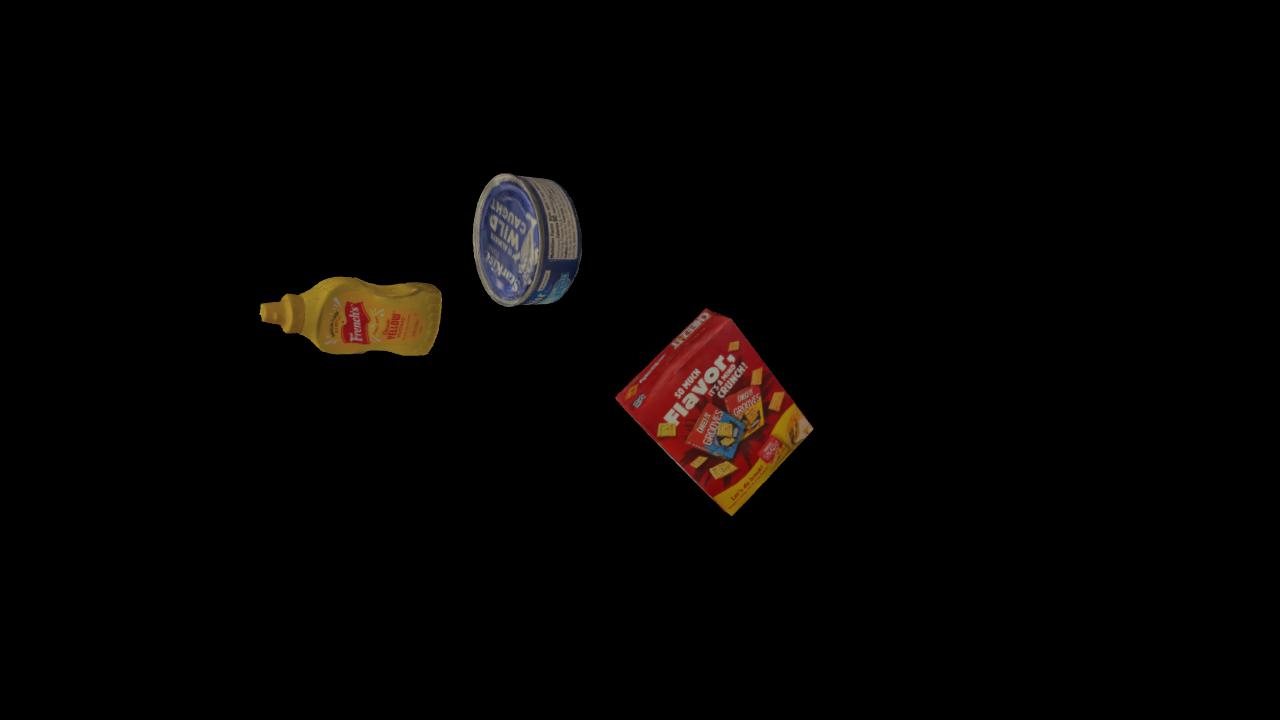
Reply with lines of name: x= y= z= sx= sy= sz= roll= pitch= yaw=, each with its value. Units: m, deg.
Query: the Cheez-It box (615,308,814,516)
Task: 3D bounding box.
Cheez-It box: x=0.101 y=0.070 z=0.790 sx=0.223 sy=0.166 sz=0.071 roll=47 pitch=-6 yaw=-28

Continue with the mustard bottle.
mustard bottle: x=-0.322 y=-0.049 z=0.692 sx=0.184 sy=0.092 sz=0.054 roll=0 pitch=33 yaw=-44

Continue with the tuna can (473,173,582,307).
tuna can: x=-0.075 y=-0.077 z=0.403 sx=0.034 sy=0.084 sz=0.084 roll=-8 pitch=5 yaw=-42
